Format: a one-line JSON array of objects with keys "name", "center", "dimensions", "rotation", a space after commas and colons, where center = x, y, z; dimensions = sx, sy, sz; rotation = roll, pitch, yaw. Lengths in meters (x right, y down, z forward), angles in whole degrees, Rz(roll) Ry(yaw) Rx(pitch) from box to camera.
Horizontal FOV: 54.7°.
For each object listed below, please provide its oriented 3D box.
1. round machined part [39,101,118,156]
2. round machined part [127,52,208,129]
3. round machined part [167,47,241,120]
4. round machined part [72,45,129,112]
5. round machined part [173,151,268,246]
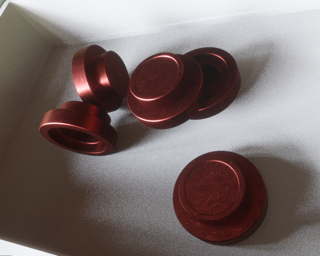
[{"name": "round machined part", "center": [-0.104, -0.001, 0.412], "dimensions": [0.098, 0.098, 0.042], "rotation": [-2, 61, 27]}, {"name": "round machined part", "center": [0.003, -0.051, 0.369], "dimensions": [0.098, 0.042, 0.098], "rotation": [-13, 56, 20]}, {"name": "round machined part", "center": [0.055, -0.052, 0.397], "dimensions": [0.098, 0.042, 0.098], "rotation": [-13, 56, 20]}, {"name": "round machined part", "center": [-0.077, -0.071, 0.441], "dimensions": [0.042, 0.098, 0.098], "rotation": [-13, 56, 21]}, {"name": "round machined part", "center": [0.058, 0.068, 0.322], "dimensions": [0.098, 0.042, 0.098], "rotation": [-13, 56, 20]}]
